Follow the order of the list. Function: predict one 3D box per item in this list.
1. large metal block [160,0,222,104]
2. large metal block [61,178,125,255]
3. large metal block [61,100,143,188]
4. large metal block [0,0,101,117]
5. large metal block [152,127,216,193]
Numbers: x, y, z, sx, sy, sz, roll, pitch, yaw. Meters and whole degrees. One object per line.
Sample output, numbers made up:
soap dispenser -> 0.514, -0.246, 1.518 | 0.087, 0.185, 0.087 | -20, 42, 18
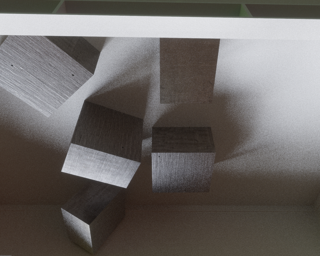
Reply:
large metal block -> 0.025, -0.080, 0.305 | 0.050, 0.080, 0.079 | 0, 130, 0
large metal block -> -0.097, 0.129, 0.472 | 0.050, 0.080, 0.079 | 24, 134, 21
large metal block -> -0.069, 0.020, 0.389 | 0.081, 0.080, 0.050 | 18, 128, -15
large metal block -> -0.124, -0.071, 0.331 | 0.080, 0.050, 0.080 | -36, 122, 26
large metal block -> 0.030, 0.045, 0.432 | 0.081, 0.050, 0.079 | 0, 130, -1
